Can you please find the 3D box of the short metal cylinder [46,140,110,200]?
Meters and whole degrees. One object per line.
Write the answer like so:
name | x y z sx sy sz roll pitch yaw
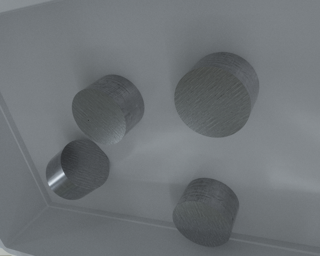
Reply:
short metal cylinder | -0.126 0.064 0.477 0.080 0.080 0.050 49 128 -7

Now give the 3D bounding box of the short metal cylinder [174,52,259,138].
short metal cylinder | 0.062 -0.036 0.336 0.080 0.050 0.079 13 124 20

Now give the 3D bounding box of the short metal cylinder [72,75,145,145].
short metal cylinder | -0.068 -0.025 0.411 0.080 0.050 0.079 13 124 20

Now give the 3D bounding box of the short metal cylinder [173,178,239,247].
short metal cylinder | 0.064 0.117 0.430 0.080 0.050 0.079 13 124 20
